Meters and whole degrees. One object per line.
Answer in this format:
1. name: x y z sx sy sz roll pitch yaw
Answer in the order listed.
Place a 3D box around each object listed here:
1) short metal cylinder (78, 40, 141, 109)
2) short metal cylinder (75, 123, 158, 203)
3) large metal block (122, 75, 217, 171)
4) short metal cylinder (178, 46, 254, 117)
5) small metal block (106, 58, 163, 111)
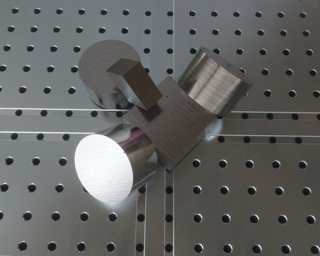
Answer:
1. short metal cylinder: -0.064 -0.072 0.421 0.081 0.050 0.080 0 70 0
2. short metal cylinder: -0.050 0.039 0.358 0.080 0.050 0.079 9 108 28
3. large metal block: 0.012 -0.005 0.394 0.080 0.050 0.080 43 75 14
4. short metal cylinder: 0.070 -0.059 0.393 0.080 0.080 0.050 41 114 13
5. small metal block: -0.030 -0.052 0.361 0.025 0.050 0.050 -43 32 -12
